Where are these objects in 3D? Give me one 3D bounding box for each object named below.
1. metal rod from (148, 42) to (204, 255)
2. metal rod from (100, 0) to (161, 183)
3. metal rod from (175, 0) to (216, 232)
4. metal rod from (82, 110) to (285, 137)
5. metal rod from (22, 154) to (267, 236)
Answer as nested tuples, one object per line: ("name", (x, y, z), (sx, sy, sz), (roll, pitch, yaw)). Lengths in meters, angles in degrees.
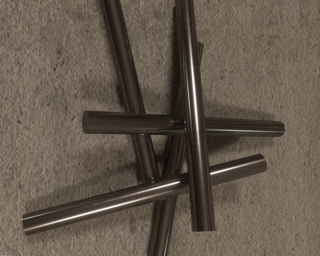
("metal rod", (0.022, 0.031, 0.418), (0.025, 0.025, 0.298), (12, 86, -20))
("metal rod", (-0.044, -0.076, 0.393), (0.025, 0.025, 0.298), (-14, 95, -20))
("metal rod", (0.040, -0.032, 0.376), (0.025, 0.025, 0.299), (4, 70, -20))
("metal rod", (0.052, -0.002, 0.404), (0.303, 0.025, 0.025), (2, 90, -30))
("metal rod", (-0.009, 0.079, 0.384), (0.302, 0.025, 0.025), (-13, 95, -12))
